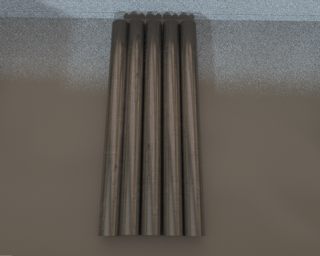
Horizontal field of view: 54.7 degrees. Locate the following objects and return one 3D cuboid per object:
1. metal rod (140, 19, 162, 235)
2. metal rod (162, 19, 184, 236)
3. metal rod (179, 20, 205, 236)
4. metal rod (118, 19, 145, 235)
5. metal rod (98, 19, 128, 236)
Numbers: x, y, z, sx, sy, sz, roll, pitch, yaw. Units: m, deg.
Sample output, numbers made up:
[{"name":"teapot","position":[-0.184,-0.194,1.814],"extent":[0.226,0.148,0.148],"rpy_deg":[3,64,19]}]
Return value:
[{"name":"metal rod","position":[-0.010,-0.015,0.414],"extent":[0.025,0.025,0.299],"rpy_deg":[0,70,0]},{"name":"metal rod","position":[0.016,-0.014,0.414],"extent":[0.025,0.025,0.299],"rpy_deg":[0,70,0]},{"name":"metal rod","position":[0.041,-0.014,0.413],"extent":[0.025,0.025,0.299],"rpy_deg":[0,70,0]},{"name":"metal rod","position":[-0.035,-0.015,0.413],"extent":[0.025,0.025,0.299],"rpy_deg":[0,70,0]},{"name":"metal rod","position":[-0.059,-0.014,0.413],"extent":[0.025,0.025,0.299],"rpy_deg":[0,70,0]}]
